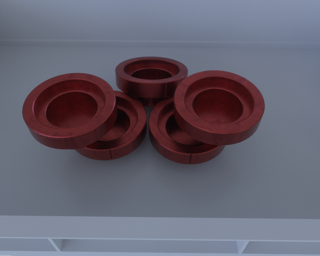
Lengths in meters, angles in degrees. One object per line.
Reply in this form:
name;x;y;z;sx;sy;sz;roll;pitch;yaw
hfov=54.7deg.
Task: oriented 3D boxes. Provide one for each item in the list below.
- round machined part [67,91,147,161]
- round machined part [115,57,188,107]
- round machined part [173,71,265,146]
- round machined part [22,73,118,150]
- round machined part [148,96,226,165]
round machined part;-0.065;0.001;0.391;0.099;0.042;0.098;0;50;0
round machined part;-0.012;-0.063;0.432;0.099;0.042;0.098;1;32;-1
round machined part;0.064;-0.019;0.354;0.099;0.042;0.098;0;50;0
round machined part;-0.097;-0.015;0.350;0.099;0.042;0.098;0;50;0
round machined part;0.035;0.005;0.388;0.099;0.042;0.098;0;50;0
